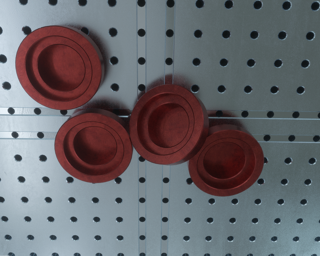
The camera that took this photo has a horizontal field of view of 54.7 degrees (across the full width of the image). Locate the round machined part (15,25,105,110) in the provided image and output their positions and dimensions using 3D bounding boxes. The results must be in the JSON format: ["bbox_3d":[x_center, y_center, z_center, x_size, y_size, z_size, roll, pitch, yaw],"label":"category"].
[{"bbox_3d":[-0.117,-0.074,0.375,0.099,0.042,0.097,0,110,-1],"label":"round machined part"}]

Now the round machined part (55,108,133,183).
[{"bbox_3d":[-0.084,0.020,0.411,0.099,0.042,0.097,0,110,-1],"label":"round machined part"}]

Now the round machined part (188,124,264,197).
[{"bbox_3d":[0.085,0.040,0.419,0.099,0.042,0.097,-1,111,-2],"label":"round machined part"}]

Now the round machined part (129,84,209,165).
[{"bbox_3d":[0.014,-0.002,0.387,0.098,0.042,0.098,-5,78,26],"label":"round machined part"}]
